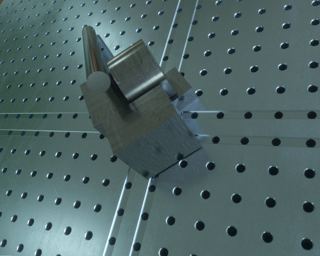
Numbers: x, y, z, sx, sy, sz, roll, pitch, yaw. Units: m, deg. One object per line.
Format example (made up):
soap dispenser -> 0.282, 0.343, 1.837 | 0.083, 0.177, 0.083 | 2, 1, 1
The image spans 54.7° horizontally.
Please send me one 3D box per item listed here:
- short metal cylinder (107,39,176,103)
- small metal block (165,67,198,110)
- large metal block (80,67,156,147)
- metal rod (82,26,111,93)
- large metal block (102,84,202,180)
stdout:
short metal cylinder -> -0.022, -0.064, 0.389 | 0.050, 0.080, 0.080 | -32, 52, 7
small metal block -> 0.016, -0.049, 0.429 | 0.050, 0.025, 0.050 | -36, 51, 4
large metal block -> -0.054, -0.023, 0.415 | 0.050, 0.080, 0.080 | -33, 52, 7
metal rod -> -0.101, -0.116, 0.463 | 0.025, 0.025, 0.300 | -35, 30, 4
large metal block -> -0.008, 0.008, 0.369 | 0.080, 0.080, 0.050 | -33, 52, 7
